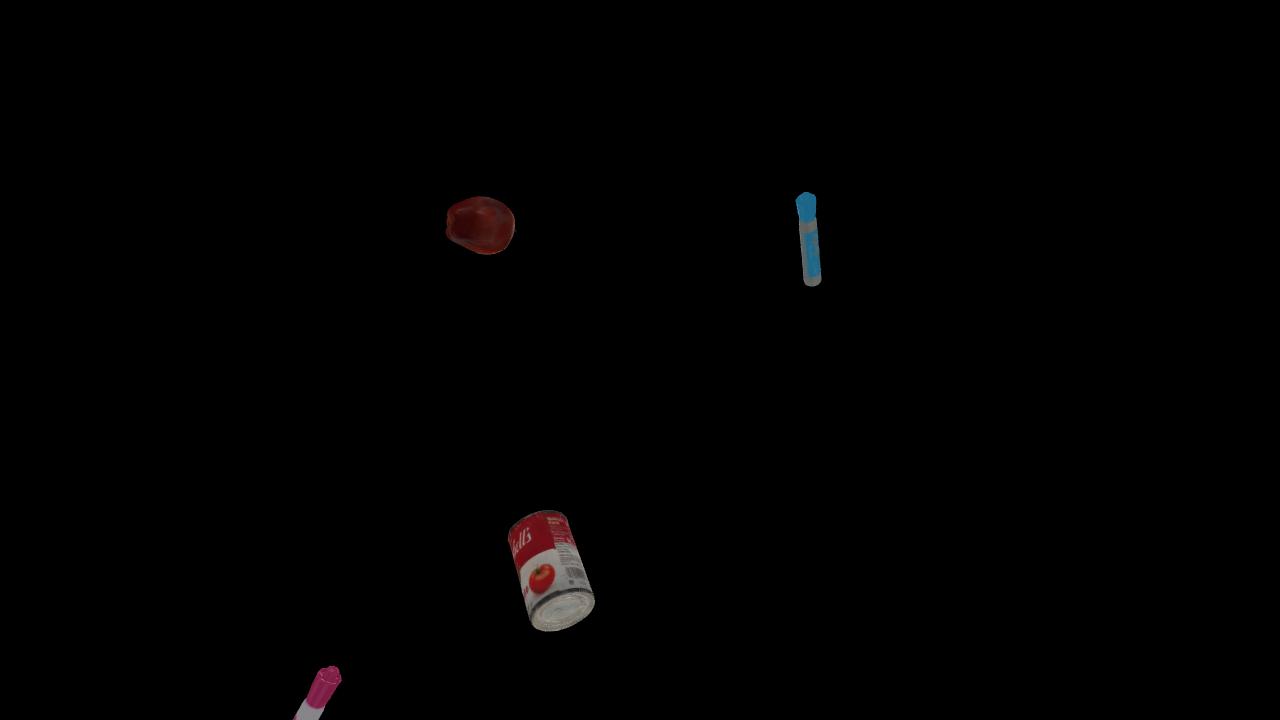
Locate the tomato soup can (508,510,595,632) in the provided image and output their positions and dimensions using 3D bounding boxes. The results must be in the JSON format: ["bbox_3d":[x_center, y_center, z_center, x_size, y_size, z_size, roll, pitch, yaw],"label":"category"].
[{"bbox_3d":[-0.092,0.216,0.633,0.068,0.068,0.101,0,37,-28],"label":"tomato soup can"}]

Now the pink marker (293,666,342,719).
[{"bbox_3d":[-0.265,0.290,0.473,0.020,0.121,0.020,29,1,0],"label":"pink marker"}]

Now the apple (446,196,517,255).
[{"bbox_3d":[-0.215,-0.184,0.841,0.093,0.079,0.079,2,-1,-27],"label":"apple"}]

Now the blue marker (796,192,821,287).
[{"bbox_3d":[0.172,-0.121,0.624,0.020,0.020,0.121,0,-34,19],"label":"blue marker"}]
